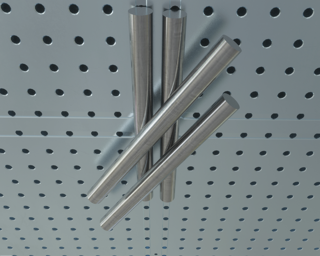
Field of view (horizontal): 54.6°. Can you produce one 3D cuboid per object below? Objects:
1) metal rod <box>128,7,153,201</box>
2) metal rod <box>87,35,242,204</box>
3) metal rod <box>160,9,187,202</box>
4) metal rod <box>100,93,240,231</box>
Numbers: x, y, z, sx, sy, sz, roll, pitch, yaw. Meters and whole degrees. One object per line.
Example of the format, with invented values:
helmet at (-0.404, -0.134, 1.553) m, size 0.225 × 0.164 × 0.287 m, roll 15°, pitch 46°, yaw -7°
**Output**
metal rod at (-0.022, -0.004, 0.408) m, size 0.025 × 0.025 × 0.298 m, roll 0°, pitch 130°, yaw -1°
metal rod at (-0.013, 0.009, 0.387) m, size 0.025 × 0.025 × 0.299 m, roll 28°, pitch 125°, yaw -22°
metal rod at (0.013, -0.002, 0.410) m, size 0.025 × 0.025 × 0.298 m, roll 0°, pitch 130°, yaw -1°
metal rod at (-0.003, 0.064, 0.432) m, size 0.025 × 0.025 × 0.299 m, roll 28°, pitch 125°, yaw -22°
